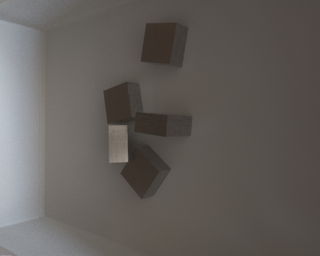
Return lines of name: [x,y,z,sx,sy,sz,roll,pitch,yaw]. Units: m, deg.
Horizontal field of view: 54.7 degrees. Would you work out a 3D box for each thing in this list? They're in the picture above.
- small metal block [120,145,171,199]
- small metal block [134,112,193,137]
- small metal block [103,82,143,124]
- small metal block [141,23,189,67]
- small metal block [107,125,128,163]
small metal block: [-0.020,0.059,0.421,0.050,0.025,0.050,45,117,29]
small metal block: [0.005,-0.005,0.385,0.050,0.050,0.025,8,95,39]
small metal block: [-0.053,-0.035,0.448,0.050,0.025,0.050,-14,81,39]
small metal block: [0.005,-0.107,0.401,0.050,0.025,0.050,15,99,38]
small metal block: [-0.061,0.022,0.439,0.050,0.025,0.050,173,96,-77]
